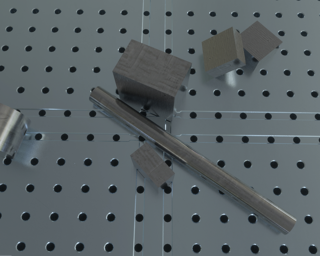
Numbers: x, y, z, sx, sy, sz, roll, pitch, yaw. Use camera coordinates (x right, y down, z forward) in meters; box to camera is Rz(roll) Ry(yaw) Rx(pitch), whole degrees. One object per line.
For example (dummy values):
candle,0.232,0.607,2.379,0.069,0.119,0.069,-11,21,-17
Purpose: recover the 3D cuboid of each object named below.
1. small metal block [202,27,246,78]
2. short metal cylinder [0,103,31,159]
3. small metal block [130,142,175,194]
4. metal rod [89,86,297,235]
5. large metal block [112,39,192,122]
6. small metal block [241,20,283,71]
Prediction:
small metal block,0.089,-0.106,0.437,0.050,0.025,0.050,-19,65,37
short metal cylinder,-0.209,0.000,0.380,0.080,0.080,0.050,15,71,5
small metal block,-0.009,0.050,0.380,0.025,0.050,0.050,-39,75,-13
metal rod,0.033,0.035,0.399,0.300,0.025,0.025,34,73,11
large metal block,-0.009,-0.059,0.404,0.080,0.080,0.050,24,72,8
small metal block,0.142,-0.122,0.458,0.050,0.025,0.050,-39,75,-13
